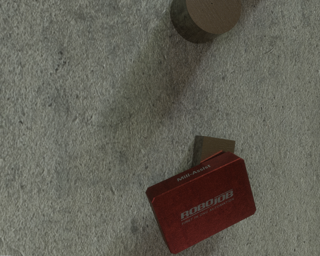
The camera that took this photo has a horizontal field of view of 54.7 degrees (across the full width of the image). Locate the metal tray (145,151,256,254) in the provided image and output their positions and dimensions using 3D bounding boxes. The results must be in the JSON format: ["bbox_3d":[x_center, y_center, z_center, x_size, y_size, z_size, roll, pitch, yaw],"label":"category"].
[{"bbox_3d":[0.057,0.097,0.410,0.131,0.030,0.090,-23,109,-12],"label":"metal tray"}]

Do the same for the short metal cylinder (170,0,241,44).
[{"bbox_3d":[0.061,-0.160,0.418,0.081,0.050,0.080,0,90,-20],"label":"short metal cylinder"}]

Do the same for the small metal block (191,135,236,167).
[{"bbox_3d":[0.075,0.039,0.437,0.050,0.025,0.050,9,87,-20],"label":"small metal block"}]
